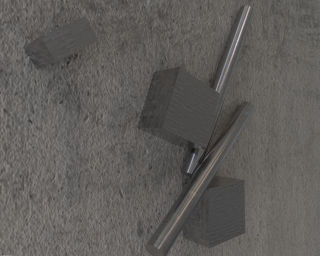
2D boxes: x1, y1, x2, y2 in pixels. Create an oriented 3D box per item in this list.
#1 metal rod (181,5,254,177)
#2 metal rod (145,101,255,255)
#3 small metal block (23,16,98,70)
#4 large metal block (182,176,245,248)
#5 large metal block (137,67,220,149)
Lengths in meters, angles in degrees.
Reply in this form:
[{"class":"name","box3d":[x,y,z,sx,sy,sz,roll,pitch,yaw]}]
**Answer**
[{"class":"metal rod","box3d":[0.095,-0.066,0.483,0.025,0.025,0.300,34,69,-35]},{"class":"metal rod","box3d":[0.072,0.050,0.433,0.301,0.025,0.025,-47,119,-40]},{"class":"small metal block","box3d":[-0.098,-0.083,0.306,0.050,0.050,0.025,-40,115,-33]},{"class":"large metal block","box3d":[0.080,0.119,0.455,0.081,0.050,0.079,-2,92,-40]},{"class":"large metal block","box3d":[0.026,-0.024,0.410,0.080,0.050,0.080,26,74,-37]}]
